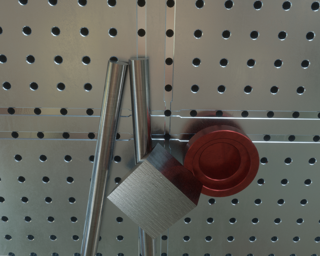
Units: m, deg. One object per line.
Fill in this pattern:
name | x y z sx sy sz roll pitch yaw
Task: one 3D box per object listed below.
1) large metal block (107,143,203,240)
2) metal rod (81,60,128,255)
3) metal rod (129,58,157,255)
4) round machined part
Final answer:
large metal block | -0.005 0.080 0.395 0.080 0.050 0.080 43 116 -3
metal rod | -0.081 0.056 0.432 0.025 0.025 0.298 11 110 -4
metal rod | -0.022 0.054 0.433 0.025 0.025 0.298 -2 110 0
round machined part | 0.080 0.041 0.421 0.099 0.042 0.097 0 110 -1
